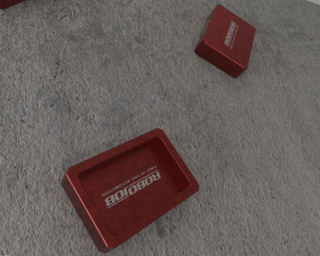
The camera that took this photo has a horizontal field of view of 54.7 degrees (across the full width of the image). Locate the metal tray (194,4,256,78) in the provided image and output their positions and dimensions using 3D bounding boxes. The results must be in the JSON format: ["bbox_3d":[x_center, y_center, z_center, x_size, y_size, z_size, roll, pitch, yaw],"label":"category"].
[{"bbox_3d":[0.122,-0.160,0.564,0.090,0.030,0.130,30,52,-9],"label":"metal tray"}]

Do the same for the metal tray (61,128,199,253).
[{"bbox_3d":[-0.029,0.063,0.346,0.131,0.030,0.090,-25,75,-37],"label":"metal tray"}]

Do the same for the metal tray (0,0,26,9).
[{"bbox_3d":[-0.201,-0.225,0.429,0.090,0.030,0.131,41,51,0],"label":"metal tray"}]
